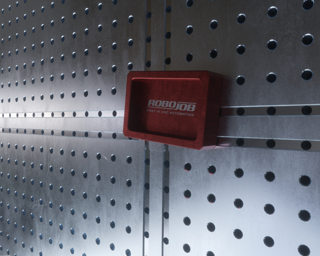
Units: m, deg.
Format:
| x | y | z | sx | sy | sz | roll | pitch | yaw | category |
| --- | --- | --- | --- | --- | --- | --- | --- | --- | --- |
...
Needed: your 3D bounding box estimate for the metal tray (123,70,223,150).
| x | y | z | sx | sy | sz | roll | pitch | yaw | category |
| --- | --- | --- | --- | --- | --- | --- | --- | --- | --- |
| 0.011 | -0.026 | 0.395 | 0.130 | 0.030 | 0.089 | 8 | 95 | 39 | metal tray |
